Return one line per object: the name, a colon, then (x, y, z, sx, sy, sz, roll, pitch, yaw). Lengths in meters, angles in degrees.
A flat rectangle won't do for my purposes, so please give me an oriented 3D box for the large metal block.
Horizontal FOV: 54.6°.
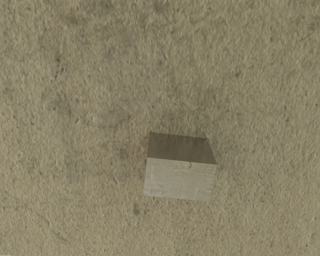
large metal block: (0.023, 0.047, 0.398, 0.080, 0.080, 0.050, 6, 110, -3)
